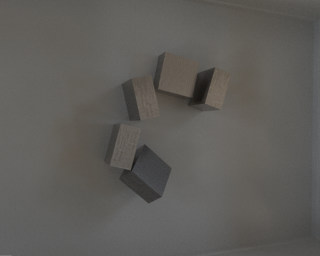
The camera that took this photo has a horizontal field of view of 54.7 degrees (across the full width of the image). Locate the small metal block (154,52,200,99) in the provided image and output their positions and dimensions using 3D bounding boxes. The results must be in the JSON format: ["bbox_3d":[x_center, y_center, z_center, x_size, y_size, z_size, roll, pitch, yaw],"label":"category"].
[{"bbox_3d":[0.021,-0.070,0.419,0.050,0.025,0.050,13,86,-20],"label":"small metal block"}]

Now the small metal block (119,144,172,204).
[{"bbox_3d":[-0.017,0.057,0.392,0.050,0.025,0.050,43,37,-16],"label":"small metal block"}]

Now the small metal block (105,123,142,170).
[{"bbox_3d":[-0.047,0.022,0.380,0.025,0.050,0.050,16,85,-17],"label":"small metal block"}]

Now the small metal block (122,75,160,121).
[{"bbox_3d":[-0.025,-0.036,0.389,0.025,0.050,0.050,-14,95,-20],"label":"small metal block"}]

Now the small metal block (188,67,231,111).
[{"bbox_3d":[0.067,-0.051,0.423,0.025,0.050,0.050,19,84,-20],"label":"small metal block"}]
